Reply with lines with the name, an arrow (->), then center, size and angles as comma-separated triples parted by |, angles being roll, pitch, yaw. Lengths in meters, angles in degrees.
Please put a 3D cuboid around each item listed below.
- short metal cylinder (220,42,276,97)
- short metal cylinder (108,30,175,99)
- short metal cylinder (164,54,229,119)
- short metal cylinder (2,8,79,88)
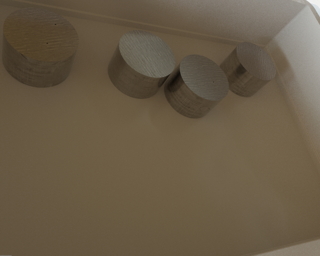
short metal cylinder -> 0.149, -0.100, 0.530 | 0.081, 0.050, 0.080 | 14, 56, -21
short metal cylinder -> -0.026, -0.087, 0.429 | 0.081, 0.050, 0.080 | 14, 56, -21
short metal cylinder -> 0.053, -0.061, 0.455 | 0.081, 0.050, 0.080 | 14, 56, -21
short metal cylinder -> -0.143, -0.095, 0.371 | 0.081, 0.050, 0.080 | 14, 56, -21
